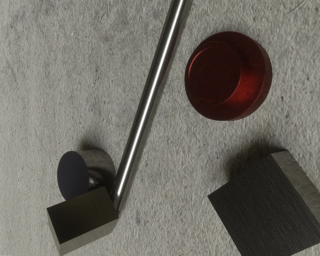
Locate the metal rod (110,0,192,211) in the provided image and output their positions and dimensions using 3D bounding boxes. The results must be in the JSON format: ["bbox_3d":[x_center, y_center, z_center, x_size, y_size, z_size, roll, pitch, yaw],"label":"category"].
[{"bbox_3d":[-0.019,-0.022,0.418,0.025,0.025,0.298,30,108,36],"label":"metal rod"}]

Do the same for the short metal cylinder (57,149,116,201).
[{"bbox_3d":[-0.115,0.074,0.481,0.080,0.050,0.079,0,90,39],"label":"short metal cylinder"}]

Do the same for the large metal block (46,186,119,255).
[{"bbox_3d":[-0.111,0.133,0.440,0.050,0.081,0.080,60,151,22],"label":"large metal block"}]

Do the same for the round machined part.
[{"bbox_3d":[0.066,-0.057,0.338,0.098,0.042,0.097,0,90,39],"label":"round machined part"}]

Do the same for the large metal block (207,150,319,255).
[{"bbox_3d":[0.107,0.078,0.299,0.080,0.050,0.080,-43,64,31],"label":"large metal block"}]
